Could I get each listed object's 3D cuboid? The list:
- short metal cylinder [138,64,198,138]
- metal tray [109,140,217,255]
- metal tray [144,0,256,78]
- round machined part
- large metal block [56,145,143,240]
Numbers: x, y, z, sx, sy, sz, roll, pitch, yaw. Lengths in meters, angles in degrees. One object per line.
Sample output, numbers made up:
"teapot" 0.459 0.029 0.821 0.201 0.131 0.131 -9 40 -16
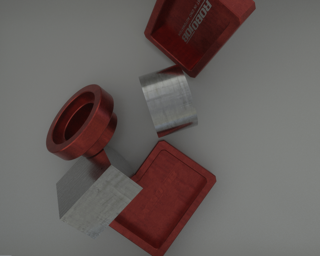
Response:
"short metal cylinder" 0.010 -0.033 0.384 0.050 0.080 0.080 -18 90 0
"metal tray" 0.000 0.091 0.408 0.090 0.030 0.130 35 90 -1
"metal tray" 0.037 -0.123 0.359 0.090 0.129 0.030 42 67 -1
"round machined part" -0.092 -0.003 0.383 0.098 0.098 0.042 -50 126 0
"large metal block" -0.077 0.070 0.376 0.080 0.080 0.050 -47 118 0
